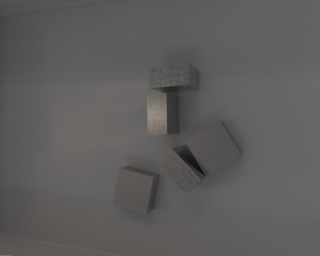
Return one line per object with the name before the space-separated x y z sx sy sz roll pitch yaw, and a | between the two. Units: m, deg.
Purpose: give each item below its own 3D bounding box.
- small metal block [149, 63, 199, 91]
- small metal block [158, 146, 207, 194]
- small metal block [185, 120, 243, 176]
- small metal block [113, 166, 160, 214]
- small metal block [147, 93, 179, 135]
small metal block | 0.019 -0.062 0.390 0.050 0.050 0.025 -2 90 20
small metal block | 0.031 0.050 0.386 0.050 0.050 0.025 47 105 14
small metal block | 0.068 0.025 0.386 0.050 0.025 0.050 -33 80 17
small metal block | -0.032 0.083 0.422 0.050 0.025 0.050 12 94 19
small metal block | 0.005 -0.017 0.395 0.025 0.050 0.050 -1 90 20
